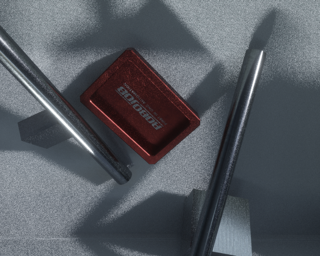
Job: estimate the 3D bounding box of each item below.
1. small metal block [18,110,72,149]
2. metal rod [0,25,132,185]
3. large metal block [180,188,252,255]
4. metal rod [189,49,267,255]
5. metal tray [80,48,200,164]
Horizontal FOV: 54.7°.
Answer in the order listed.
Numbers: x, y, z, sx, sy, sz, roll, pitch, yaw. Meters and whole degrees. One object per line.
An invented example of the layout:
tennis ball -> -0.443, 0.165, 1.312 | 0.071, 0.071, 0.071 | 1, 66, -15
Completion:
small metal block -> -0.140, 0.001, 0.394 | 0.050, 0.050, 0.025 | -24, 70, 8
metal rod -> -0.121, -0.030, 0.351 | 0.025, 0.025, 0.300 | -28, 126, 10
large metal block -> 0.076, 0.138, 0.426 | 0.081, 0.080, 0.050 | 12, 142, -5
metal rod -> 0.077, 0.051, 0.372 | 0.025, 0.025, 0.299 | 17, 87, -6
metal tray -> -0.024, -0.026, 0.398 | 0.090, 0.030, 0.130 | -42, 105, 13
